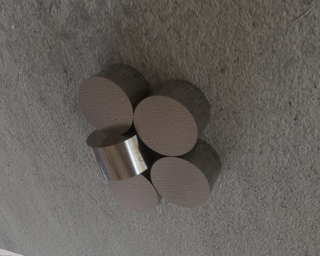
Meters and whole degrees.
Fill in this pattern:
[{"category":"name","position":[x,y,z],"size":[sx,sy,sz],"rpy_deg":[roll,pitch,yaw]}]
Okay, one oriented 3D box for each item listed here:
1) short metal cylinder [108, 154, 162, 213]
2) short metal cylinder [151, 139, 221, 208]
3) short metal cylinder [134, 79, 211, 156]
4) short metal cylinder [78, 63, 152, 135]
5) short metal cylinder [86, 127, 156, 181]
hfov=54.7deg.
[{"category":"short metal cylinder","position":[-0.028,0.077,0.455],"size":[0.080,0.050,0.079],"rpy_deg":[14,125,21]},{"category":"short metal cylinder","position":[0.035,0.057,0.409],"size":[0.080,0.050,0.079],"rpy_deg":[14,125,21]},{"category":"short metal cylinder","position":[0.015,-0.013,0.375],"size":[0.080,0.050,0.079],"rpy_deg":[13,125,20]},{"category":"short metal cylinder","position":[-0.057,-0.037,0.399],"size":[0.080,0.050,0.079],"rpy_deg":[14,125,21]},{"category":"short metal cylinder","position":[-0.051,0.026,0.416],"size":[0.080,0.080,0.050],"rpy_deg":[-3,117,29]}]
